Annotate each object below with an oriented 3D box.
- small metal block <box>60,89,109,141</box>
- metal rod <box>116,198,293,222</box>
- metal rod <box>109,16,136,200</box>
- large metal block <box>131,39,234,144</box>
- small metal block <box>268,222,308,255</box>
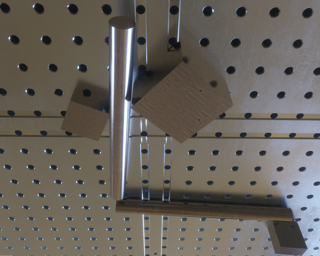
[{"bbox_3d":[-0.094,-0.016,0.397,0.050,0.025,0.050,19,128,-16],"label":"small metal block"},{"bbox_3d":[0.077,0.141,0.532,0.302,0.025,0.025,4,130,-4],"label":"metal rod"},{"bbox_3d":[-0.052,0.004,0.394,0.025,0.025,0.298,5,136,-4],"label":"metal rod"},{"bbox_3d":[0.024,-0.040,0.362,0.080,0.050,0.080,36,121,-27],"label":"large metal block"},{"bbox_3d":[0.234,0.204,0.571,0.050,0.050,0.025,6,130,-6],"label":"small metal block"}]
